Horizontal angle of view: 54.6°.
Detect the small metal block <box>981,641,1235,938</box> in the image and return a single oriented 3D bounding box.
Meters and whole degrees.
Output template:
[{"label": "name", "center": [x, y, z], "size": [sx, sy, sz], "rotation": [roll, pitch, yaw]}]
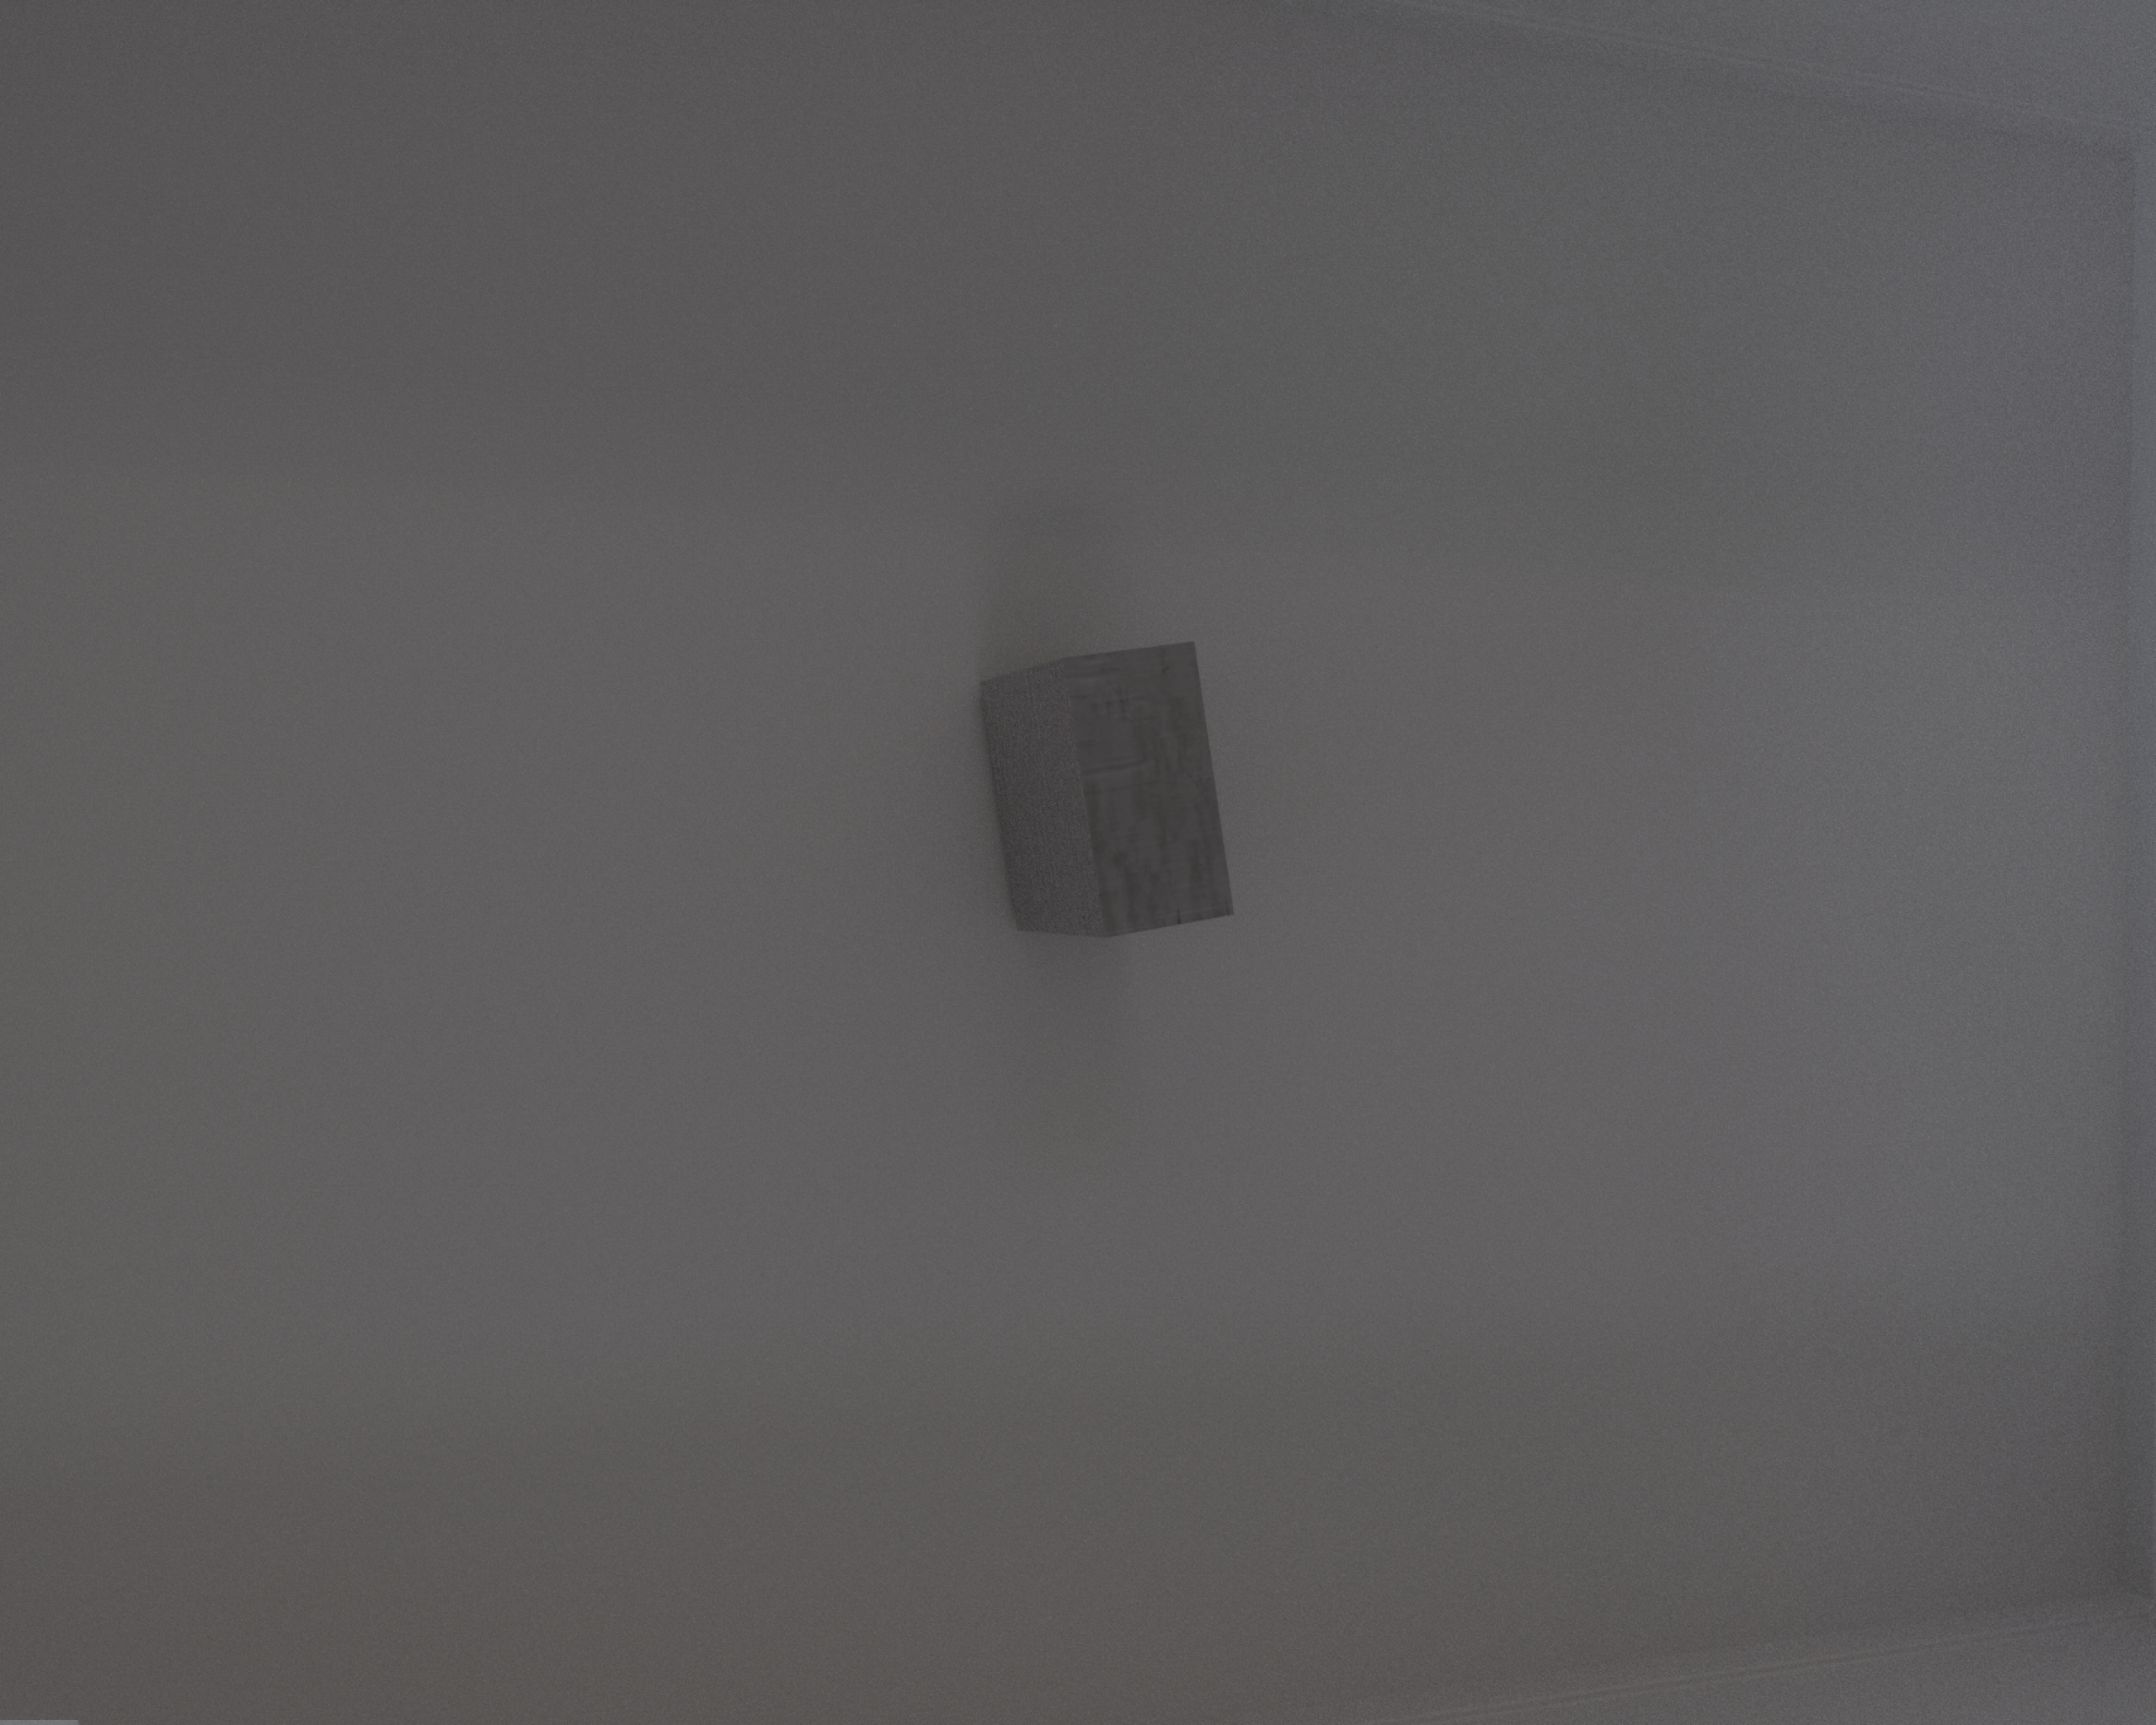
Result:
[{"label": "small metal block", "center": [0.004, -0.013, 0.395], "size": [0.025, 0.050, 0.050], "rotation": [-9, 93, -20]}]
